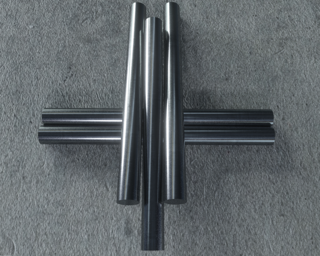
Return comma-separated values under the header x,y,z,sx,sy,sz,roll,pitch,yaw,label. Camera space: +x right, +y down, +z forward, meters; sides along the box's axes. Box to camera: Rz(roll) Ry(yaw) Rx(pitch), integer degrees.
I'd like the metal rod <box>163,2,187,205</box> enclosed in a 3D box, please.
x,y,z,sx,sy,sz,roll,pitch,yaw,label
0.017,-0.052,0.406,0.025,0.025,0.299,0,62,0,metal rod

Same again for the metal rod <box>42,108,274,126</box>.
x,y,z,sx,sy,sz,roll,pitch,yaw,label
-0.002,-0.014,0.415,0.302,0.025,0.025,0,70,-1,metal rod

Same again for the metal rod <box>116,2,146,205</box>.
x,y,z,sx,sy,sz,roll,pitch,yaw,label
-0.034,-0.051,0.405,0.025,0.025,0.299,0,62,0,metal rod

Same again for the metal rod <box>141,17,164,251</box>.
x,y,z,sx,sy,sz,roll,pitch,yaw,label
-0.008,-0.008,0.385,0.025,0.025,0.299,0,70,-1,metal rod

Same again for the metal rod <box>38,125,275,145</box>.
x,y,z,sx,sy,sz,roll,pitch,yaw,label
-0.004,0.010,0.407,0.302,0.025,0.025,0,70,-1,metal rod
